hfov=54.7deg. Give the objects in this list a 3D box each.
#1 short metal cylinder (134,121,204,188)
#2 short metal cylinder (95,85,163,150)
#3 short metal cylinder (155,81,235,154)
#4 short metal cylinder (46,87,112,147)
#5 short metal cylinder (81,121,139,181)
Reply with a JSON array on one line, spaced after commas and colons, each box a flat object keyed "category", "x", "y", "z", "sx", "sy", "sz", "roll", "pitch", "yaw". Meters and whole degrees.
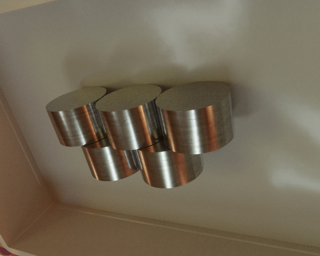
[{"category": "short metal cylinder", "x": 0.011, "y": 0.030, "z": 0.384, "sx": 0.080, "sy": 0.080, "sz": 0.050, "roll": 1, "pitch": 119, "yaw": 28}, {"category": "short metal cylinder", "x": -0.032, "y": -0.015, "z": 0.379, "sx": 0.080, "sy": 0.080, "sz": 0.050, "roll": 1, "pitch": 119, "yaw": 28}, {"category": "short metal cylinder", "x": 0.039, "y": -0.014, "z": 0.342, "sx": 0.080, "sy": 0.080, "sz": 0.050, "roll": 2, "pitch": 119, "yaw": 27}, {"category": "short metal cylinder", "x": -0.104, "y": -0.017, "z": 0.415, "sx": 0.080, "sy": 0.080, "sz": 0.050, "roll": 1, "pitch": 119, "yaw": 28}, {"category": "short metal cylinder", "x": -0.062, "y": 0.028, "z": 0.421, "sx": 0.080, "sy": 0.080, "sz": 0.050, "roll": 1, "pitch": 119, "yaw": 28}]
